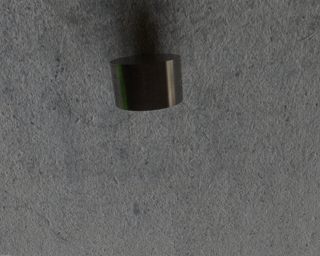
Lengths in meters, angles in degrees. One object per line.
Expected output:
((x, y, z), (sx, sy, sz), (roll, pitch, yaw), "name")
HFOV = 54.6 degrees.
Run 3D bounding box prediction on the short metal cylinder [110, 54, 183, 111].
((-0.015, -0.055, 0.360), (0.080, 0.080, 0.050), (-4, 110, 1), "short metal cylinder")
